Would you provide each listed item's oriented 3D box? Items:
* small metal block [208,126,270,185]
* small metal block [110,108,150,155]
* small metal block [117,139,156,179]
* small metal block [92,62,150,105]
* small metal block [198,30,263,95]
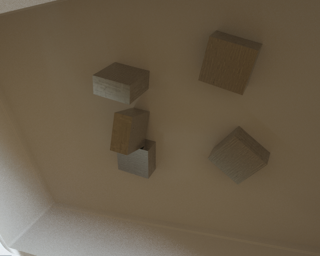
[{"bbox_3d":[0.096,0.034,0.379,0.050,0.025,0.050,41,129,0],"label":"small metal block"},{"bbox_3d":[-0.039,0.003,0.406,0.025,0.050,0.050,15,106,20],"label":"small metal block"},{"bbox_3d":[-0.034,0.041,0.452,0.050,0.025,0.050,14,125,20],"label":"small metal block"},{"bbox_3d":[-0.047,-0.056,0.382,0.050,0.050,0.025,18,125,18],"label":"small metal block"},{"bbox_3d":[0.073,-0.069,0.327,0.050,0.025,0.050,22,127,15],"label":"small metal block"}]
